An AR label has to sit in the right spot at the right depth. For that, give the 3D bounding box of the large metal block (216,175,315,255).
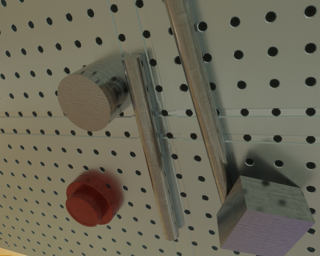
[{"bbox_3d":[0.124,0.111,0.381,0.081,0.050,0.079,13,127,-7],"label":"large metal block"}]

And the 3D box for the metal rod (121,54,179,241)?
[{"bbox_3d":[-0.008,0.045,0.441,0.025,0.025,0.298,3,120,26],"label":"metal rod"}]

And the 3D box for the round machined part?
[{"bbox_3d":[-0.127,0.136,0.548,0.098,0.042,0.097,13,124,20],"label":"round machined part"}]

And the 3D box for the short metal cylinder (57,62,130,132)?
[{"bbox_3d":[-0.087,-0.042,0.413,0.080,0.050,0.079,13,124,20],"label":"short metal cylinder"}]

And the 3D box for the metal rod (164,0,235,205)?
[{"bbox_3d":[0.053,-0.026,0.366,0.025,0.025,0.298,-5,116,30],"label":"metal rod"}]
